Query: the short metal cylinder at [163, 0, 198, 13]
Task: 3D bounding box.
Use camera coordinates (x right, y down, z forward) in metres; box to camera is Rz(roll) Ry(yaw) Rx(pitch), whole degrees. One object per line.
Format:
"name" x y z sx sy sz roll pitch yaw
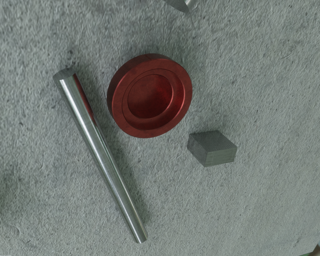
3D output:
"short metal cylinder" 0.011 -0.152 0.283 0.080 0.080 0.050 32 101 -38

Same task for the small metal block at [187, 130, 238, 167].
"small metal block" 0.075 0.029 0.449 0.050 0.050 0.025 -7 122 -25

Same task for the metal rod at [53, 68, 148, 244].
"metal rod" -0.065 0.059 0.407 0.025 0.025 0.298 -26 128 -13

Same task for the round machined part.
"round machined part" -0.015 -0.040 0.363 0.099 0.042 0.097 -14 124 -21
